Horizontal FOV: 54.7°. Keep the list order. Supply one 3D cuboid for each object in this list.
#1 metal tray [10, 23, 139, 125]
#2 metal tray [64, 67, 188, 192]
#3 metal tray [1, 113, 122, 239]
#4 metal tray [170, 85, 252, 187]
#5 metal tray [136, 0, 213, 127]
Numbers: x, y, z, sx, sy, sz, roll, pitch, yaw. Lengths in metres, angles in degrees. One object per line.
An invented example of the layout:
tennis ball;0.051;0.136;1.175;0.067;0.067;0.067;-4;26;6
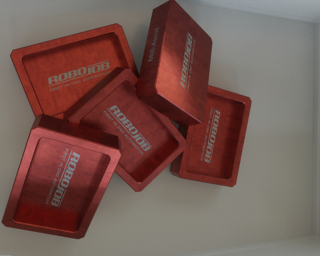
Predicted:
metal tray;-0.095;-0.063;0.371;0.131;0.030;0.090;-22;98;-19
metal tray;-0.036;0.004;0.371;0.090;0.030;0.130;-43;119;-8
metal tray;-0.106;0.058;0.336;0.091;0.030;0.129;18;112;-20
metal tray;0.072;0.011;0.434;0.091;0.030;0.129;13;85;-20
metal tray;0.023;-0.077;0.379;0.090;0.030;0.130;31;59;-41
